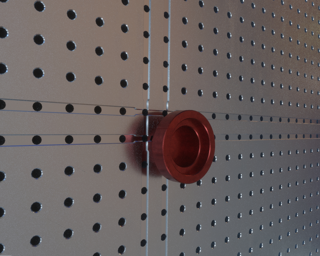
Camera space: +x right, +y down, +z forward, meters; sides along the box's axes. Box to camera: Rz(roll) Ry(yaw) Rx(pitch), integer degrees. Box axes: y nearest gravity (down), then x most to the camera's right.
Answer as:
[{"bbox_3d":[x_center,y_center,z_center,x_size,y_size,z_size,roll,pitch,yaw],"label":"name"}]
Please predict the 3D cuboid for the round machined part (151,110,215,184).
[{"bbox_3d":[0.027,0.025,0.423,0.099,0.042,0.097,0,90,-40],"label":"round machined part"}]
